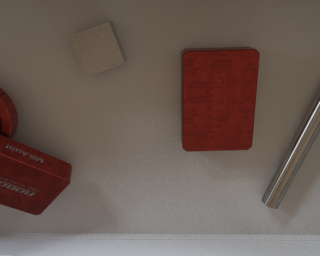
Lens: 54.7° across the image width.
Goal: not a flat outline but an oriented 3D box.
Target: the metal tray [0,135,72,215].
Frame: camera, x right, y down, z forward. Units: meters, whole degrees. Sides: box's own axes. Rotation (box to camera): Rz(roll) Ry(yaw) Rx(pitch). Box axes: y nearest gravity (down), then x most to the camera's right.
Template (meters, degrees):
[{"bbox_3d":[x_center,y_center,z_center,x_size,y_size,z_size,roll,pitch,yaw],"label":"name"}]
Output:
[{"bbox_3d":[-0.194,0.060,0.399,0.131,0.030,0.090,30,120,-29],"label":"metal tray"}]

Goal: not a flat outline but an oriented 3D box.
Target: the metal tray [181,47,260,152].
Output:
[{"bbox_3d":[0.073,-0.035,0.397,0.091,0.030,0.129,-2,110,0],"label":"metal tray"}]

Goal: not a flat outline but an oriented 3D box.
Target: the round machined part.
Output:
[{"bbox_3d":[-0.230,-0.017,0.393,0.099,0.042,0.097,0,110,-1],"label":"round machined part"}]

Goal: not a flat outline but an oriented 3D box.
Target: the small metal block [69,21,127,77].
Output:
[{"bbox_3d":[-0.074,-0.096,0.375,0.050,0.025,0.050,-18,109,6],"label":"small metal block"}]

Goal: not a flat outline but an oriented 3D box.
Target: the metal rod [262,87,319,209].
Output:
[{"bbox_3d":[0.209,-0.022,0.406,0.025,0.025,0.298,17,109,-7],"label":"metal rod"}]
